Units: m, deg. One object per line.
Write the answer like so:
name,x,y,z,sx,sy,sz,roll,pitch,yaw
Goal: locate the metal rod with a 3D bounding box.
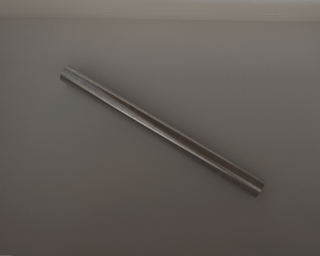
metal rod,-0.004,0.000,0.407,0.301,0.025,0.025,31,73,10
